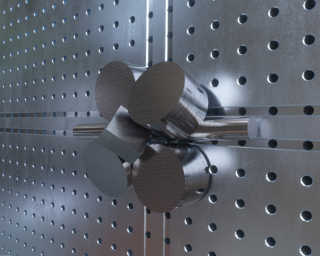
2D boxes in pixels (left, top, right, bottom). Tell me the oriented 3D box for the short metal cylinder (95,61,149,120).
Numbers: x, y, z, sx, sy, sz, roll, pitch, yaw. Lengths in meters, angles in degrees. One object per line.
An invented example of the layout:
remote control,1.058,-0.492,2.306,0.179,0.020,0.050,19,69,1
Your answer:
short metal cylinder,-0.044,-0.048,0.424,0.080,0.050,0.079,0,90,40

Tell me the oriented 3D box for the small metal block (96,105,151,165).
small metal block,-0.041,0.008,0.376,0.050,0.050,0.025,36,128,-12

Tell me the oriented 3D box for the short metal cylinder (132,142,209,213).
short metal cylinder,0.012,0.058,0.378,0.080,0.050,0.079,0,90,40

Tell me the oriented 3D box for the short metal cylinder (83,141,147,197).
short metal cylinder,-0.058,0.046,0.420,0.080,0.050,0.079,17,120,32

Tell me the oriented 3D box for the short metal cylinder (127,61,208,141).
short metal cylinder,0.009,-0.031,0.364,0.080,0.050,0.080,-20,55,31

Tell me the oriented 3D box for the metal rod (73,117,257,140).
metal rod,-0.019,0.004,0.419,0.300,0.025,0.025,-1,89,40
